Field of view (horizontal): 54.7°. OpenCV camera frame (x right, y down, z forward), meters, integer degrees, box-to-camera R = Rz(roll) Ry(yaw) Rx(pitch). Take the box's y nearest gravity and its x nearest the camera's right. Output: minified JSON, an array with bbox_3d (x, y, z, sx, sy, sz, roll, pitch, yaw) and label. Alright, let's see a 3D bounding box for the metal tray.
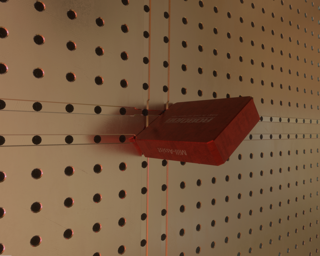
[{"bbox_3d":[0.042,0.001,0.378,0.090,0.130,0.030,-42,116,-32],"label":"metal tray"}]
